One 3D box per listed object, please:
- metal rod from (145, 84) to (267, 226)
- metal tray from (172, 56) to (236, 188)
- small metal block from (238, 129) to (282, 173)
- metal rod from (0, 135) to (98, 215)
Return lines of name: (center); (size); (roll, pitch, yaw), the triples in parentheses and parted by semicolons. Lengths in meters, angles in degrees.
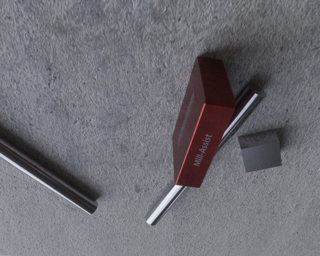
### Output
metal rod: (0.051, 0.057, 0.456); (0.025, 0.025, 0.298); (20, 127, -17)
metal tray: (0.044, -0.005, 0.360); (0.030, 0.090, 0.129); (9, 130, -7)
small metal block: (0.141, 0.033, 0.437); (0.050, 0.025, 0.050); (-14, 129, 11)
metal rod: (-0.203, 0.043, 0.441); (0.025, 0.025, 0.300); (-30, 125, 22)
